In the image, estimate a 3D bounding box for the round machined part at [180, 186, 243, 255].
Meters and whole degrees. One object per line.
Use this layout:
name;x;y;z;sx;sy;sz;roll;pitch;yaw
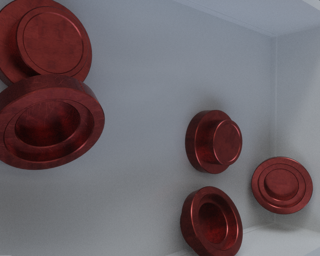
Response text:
round machined part;0.067;0.135;0.436;0.099;0.042;0.098;22;52;-30

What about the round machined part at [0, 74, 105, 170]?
round machined part;-0.105;-0.010;0.286;0.099;0.042;0.097;-21;142;-17

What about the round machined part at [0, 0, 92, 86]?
round machined part;-0.111;-0.079;0.303;0.099;0.042;0.097;0;90;-40

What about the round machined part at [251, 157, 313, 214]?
round machined part;0.214;0.099;0.548;0.042;0.098;0.097;1;89;-70

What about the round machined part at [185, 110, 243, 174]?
round machined part;0.088;0.021;0.469;0.099;0.042;0.097;0;90;-40
